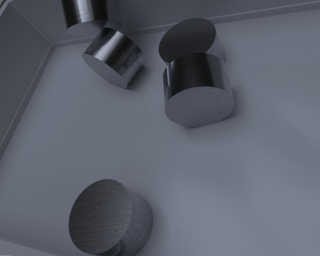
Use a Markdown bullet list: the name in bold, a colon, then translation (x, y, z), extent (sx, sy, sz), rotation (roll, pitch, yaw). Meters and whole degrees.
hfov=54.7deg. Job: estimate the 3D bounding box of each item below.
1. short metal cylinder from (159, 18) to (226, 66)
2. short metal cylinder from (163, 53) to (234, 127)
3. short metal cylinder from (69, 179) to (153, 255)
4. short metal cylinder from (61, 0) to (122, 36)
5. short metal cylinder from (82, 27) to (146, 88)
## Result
- **short metal cylinder**: translation (0.045, -0.104, 0.429), extent (0.080, 0.050, 0.080), rotation (-13, 56, 20)
- **short metal cylinder**: translation (0.045, -0.044, 0.373), extent (0.080, 0.080, 0.050), rotation (-15, 56, 19)
- **short metal cylinder**: translation (-0.055, 0.105, 0.353), extent (0.080, 0.050, 0.080), rotation (-13, 56, 20)
- **short metal cylinder**: translation (-0.100, -0.170, 0.452), extent (0.080, 0.080, 0.050), rotation (-8, 94, 23)
- **short metal cylinder**: translation (-0.069, -0.105, 0.469), extent (0.080, 0.080, 0.050), rotation (24, 75, 36)
